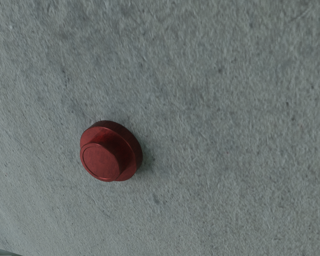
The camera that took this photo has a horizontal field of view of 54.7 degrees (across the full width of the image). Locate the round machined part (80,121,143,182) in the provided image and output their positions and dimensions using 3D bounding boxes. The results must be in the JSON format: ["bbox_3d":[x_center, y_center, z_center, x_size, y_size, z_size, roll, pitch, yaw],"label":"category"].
[{"bbox_3d":[-0.079,0.041,0.461,0.098,0.042,0.097,13,124,20],"label":"round machined part"}]
